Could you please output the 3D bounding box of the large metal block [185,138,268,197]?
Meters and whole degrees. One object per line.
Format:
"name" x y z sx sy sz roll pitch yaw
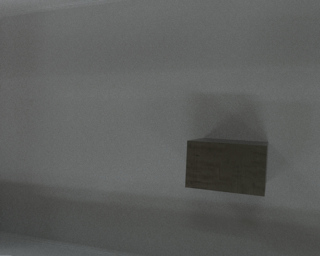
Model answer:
"large metal block" 0.079 0.040 0.353 0.080 0.080 0.050 3 91 20
